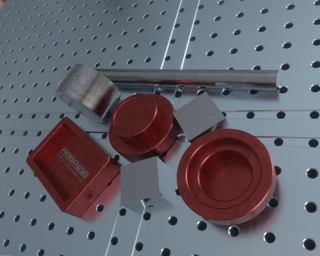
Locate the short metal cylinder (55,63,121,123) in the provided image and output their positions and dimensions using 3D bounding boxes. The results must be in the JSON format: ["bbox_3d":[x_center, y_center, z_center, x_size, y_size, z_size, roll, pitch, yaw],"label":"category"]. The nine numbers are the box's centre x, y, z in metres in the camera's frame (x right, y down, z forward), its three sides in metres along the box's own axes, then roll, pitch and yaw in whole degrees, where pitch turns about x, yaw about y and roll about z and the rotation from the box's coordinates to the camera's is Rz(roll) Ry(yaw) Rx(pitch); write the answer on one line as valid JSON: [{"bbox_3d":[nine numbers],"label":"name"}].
[{"bbox_3d":[-0.106,-0.050,0.460,0.080,0.080,0.050,19,72,35],"label":"short metal cylinder"}]

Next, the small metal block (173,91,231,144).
[{"bbox_3d":[0.051,-0.010,0.388,0.050,0.025,0.050,-33,51,6],"label":"small metal block"}]

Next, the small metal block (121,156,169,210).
[{"bbox_3d":[-0.020,0.068,0.377,0.050,0.025,0.050,-18,55,18],"label":"small metal block"}]

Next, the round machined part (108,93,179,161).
[{"bbox_3d":[-0.027,-0.007,0.415,0.098,0.042,0.098,-14,53,19],"label":"round machined part"}]

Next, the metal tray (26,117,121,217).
[{"bbox_3d":[-0.126,0.050,0.440,0.090,0.030,0.130,-50,51,-7],"label":"metal tray"}]

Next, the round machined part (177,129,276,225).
[{"bbox_3d":[0.071,0.053,0.327,0.098,0.042,0.098,-13,56,21],"label":"round machined part"}]

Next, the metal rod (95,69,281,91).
[{"bbox_3d":[0.013,-0.072,0.445,0.300,0.025,0.025,7,65,31],"label":"metal rod"}]
